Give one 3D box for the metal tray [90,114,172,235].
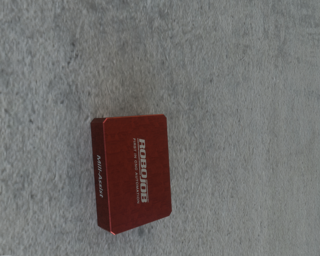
[{"bbox_3d":[-0.032,0.050,0.374,0.091,0.030,0.129,-6,94,-40],"label":"metal tray"}]
